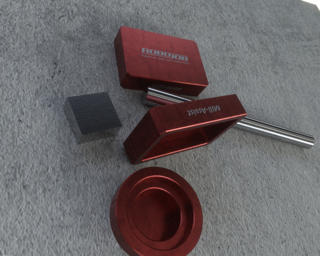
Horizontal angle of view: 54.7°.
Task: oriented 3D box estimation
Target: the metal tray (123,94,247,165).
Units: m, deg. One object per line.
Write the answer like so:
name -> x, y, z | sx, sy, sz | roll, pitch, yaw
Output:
metal tray -> 0.031, 0.001, 0.379 | 0.131, 0.090, 0.030 | -12, 68, -33

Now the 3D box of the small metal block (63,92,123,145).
small metal block -> -0.080, -0.013, 0.369 | 0.050, 0.025, 0.050 | -14, 69, -34

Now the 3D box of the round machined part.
round machined part -> -0.007, 0.095, 0.333 | 0.099, 0.042, 0.098 | 14, 56, -21

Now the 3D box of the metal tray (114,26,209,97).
metal tray -> 0.002, -0.098, 0.463 | 0.131, 0.030, 0.090 | 3, 60, -27

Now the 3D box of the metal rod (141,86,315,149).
metal rod -> 0.116, -0.011, 0.475 | 0.302, 0.025, 0.025 | 14, 56, -21
